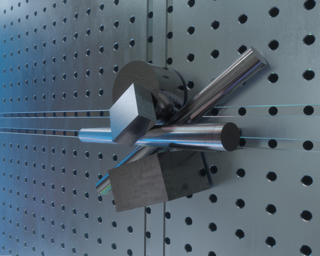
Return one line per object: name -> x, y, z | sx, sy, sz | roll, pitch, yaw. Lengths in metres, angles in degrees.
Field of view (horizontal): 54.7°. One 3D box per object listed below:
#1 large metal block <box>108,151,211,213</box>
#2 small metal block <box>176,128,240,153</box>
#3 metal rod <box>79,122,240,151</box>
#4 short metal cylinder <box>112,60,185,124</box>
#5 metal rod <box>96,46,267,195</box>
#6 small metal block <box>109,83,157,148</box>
large metal block -> -0.001, 0.061, 0.368 | 0.080, 0.081, 0.050 | -23, 76, 38
small metal block -> 0.054, 0.012, 0.344 | 0.050, 0.050, 0.025 | 0, 90, 41
metal rod -> -0.030, 0.010, 0.383 | 0.299, 0.025, 0.025 | -1, 89, 53
short metal cylinder -> -0.016, -0.043, 0.401 | 0.080, 0.050, 0.080 | -1, 89, 40
metal rod -> 0.007, 0.008, 0.400 | 0.299, 0.025, 0.025 | -41, 65, 32
small metal block -> -0.032, -0.014, 0.355 | 0.050, 0.025, 0.050 | -43, 42, 32
